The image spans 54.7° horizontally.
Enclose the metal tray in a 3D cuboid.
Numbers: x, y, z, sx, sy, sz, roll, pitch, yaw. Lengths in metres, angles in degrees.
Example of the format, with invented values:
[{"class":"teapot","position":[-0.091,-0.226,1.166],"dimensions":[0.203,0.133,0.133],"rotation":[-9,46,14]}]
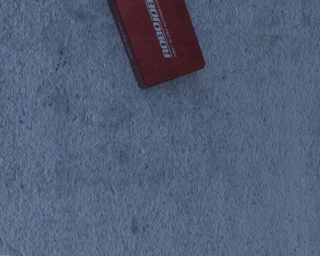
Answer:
[{"class":"metal tray","position":[-0.004,-0.126,0.405],"dimensions":[0.091,0.030,0.129],"rotation":[-22,98,-19]}]
